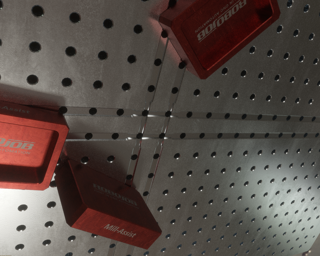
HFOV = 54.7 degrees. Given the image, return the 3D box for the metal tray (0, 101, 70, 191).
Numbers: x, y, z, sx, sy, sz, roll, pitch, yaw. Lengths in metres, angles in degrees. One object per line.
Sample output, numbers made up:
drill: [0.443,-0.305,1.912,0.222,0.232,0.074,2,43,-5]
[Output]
metal tray: [-0.174,0.018,0.324,0.131,0.030,0.089,12,112,-34]

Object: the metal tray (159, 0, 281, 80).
metal tray: [0.075,-0.132,0.368,0.130,0.030,0.090,-40,130,-1]

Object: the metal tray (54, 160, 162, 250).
metal tray: [-0.065,0.099,0.395,0.030,0.090,0.130,-50,129,7]
